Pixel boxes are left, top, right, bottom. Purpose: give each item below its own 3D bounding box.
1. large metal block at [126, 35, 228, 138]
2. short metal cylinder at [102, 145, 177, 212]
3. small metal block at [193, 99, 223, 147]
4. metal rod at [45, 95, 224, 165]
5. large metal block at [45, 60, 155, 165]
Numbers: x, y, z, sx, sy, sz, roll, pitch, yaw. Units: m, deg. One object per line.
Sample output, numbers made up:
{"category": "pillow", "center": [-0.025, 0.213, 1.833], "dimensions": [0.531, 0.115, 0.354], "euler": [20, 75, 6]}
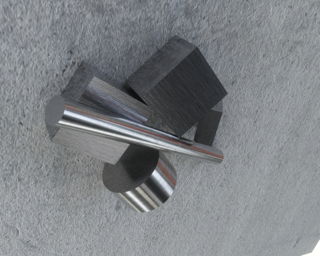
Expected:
{"category": "large metal block", "center": [0.021, -0.048, 0.371], "dimensions": [0.080, 0.050, 0.080], "euler": [-43, 130, 1]}
{"category": "short metal cylinder", "center": [-0.025, 0.059, 0.395], "dimensions": [0.080, 0.080, 0.050], "euler": [-38, 130, -3]}
{"category": "small metal block", "center": [0.065, -0.011, 0.418], "dimensions": [0.025, 0.050, 0.050], "euler": [15, 116, 4]}
{"category": "metal rod", "center": [0.002, 0.015, 0.366], "dimensions": [0.301, 0.025, 0.025], "euler": [19, 109, -53]}
{"category": "large metal block", "center": [-0.068, -0.015, 0.346], "dimensions": [0.080, 0.050, 0.080], "euler": [28, 103, -38]}
